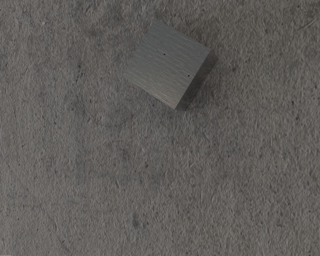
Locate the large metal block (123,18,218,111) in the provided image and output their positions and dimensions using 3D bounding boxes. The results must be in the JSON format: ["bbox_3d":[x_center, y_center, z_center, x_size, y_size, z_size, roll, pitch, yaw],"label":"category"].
[{"bbox_3d":[0.014,-0.077,0.391,0.080,0.050,0.080,34,101,16],"label":"large metal block"}]
